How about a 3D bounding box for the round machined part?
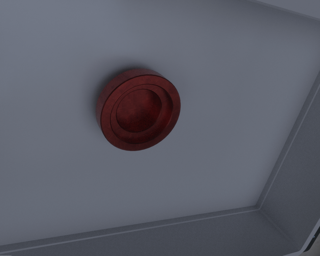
[{"bbox_3d":[-0.028,-0.025,0.368,0.099,0.042,0.097,-14,125,-21],"label":"round machined part"}]
